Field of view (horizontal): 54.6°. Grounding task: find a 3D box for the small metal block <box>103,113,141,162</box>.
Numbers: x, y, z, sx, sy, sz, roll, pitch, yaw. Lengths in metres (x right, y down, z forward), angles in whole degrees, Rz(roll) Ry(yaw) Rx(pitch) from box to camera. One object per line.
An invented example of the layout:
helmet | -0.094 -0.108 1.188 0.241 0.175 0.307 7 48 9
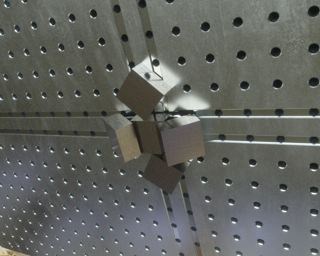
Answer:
small metal block | -0.053 0.012 0.431 0.050 0.025 0.050 34 143 55

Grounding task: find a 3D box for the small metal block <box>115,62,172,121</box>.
small metal block | -0.021 -0.046 0.395 0.050 0.025 0.050 40 129 2

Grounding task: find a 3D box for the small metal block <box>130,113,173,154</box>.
small metal block | -0.007 0.007 0.419 0.050 0.025 0.050 1 118 27

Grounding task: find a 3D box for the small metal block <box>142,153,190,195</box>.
small metal block | 0.008 0.060 0.444 0.050 0.025 0.050 31 129 10

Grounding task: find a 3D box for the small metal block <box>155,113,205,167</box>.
small metal block | 0.026 0.015 0.389 0.050 0.025 0.050 -16 116 -9
